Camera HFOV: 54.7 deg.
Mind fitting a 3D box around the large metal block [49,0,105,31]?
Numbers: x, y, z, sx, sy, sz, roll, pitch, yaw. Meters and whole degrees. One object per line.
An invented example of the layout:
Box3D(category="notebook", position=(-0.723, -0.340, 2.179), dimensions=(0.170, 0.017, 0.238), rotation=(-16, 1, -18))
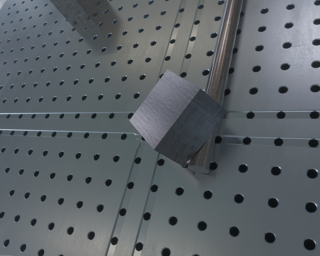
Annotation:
Box3D(category="large metal block", position=(-0.160, -0.256, 0.615), dimensions=(0.050, 0.080, 0.080), rotation=(-4, 60, 26))

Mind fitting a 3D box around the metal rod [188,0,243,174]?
Box3D(category="metal rod", position=(0.081, -0.084, 0.416), dimensions=(0.025, 0.025, 0.300), rotation=(2, 62, 29))

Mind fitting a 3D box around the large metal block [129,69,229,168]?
Box3D(category="large metal block", position=(0.019, -0.014, 0.368), dimensions=(0.080, 0.050, 0.080), rotation=(-53, 34, 5))
